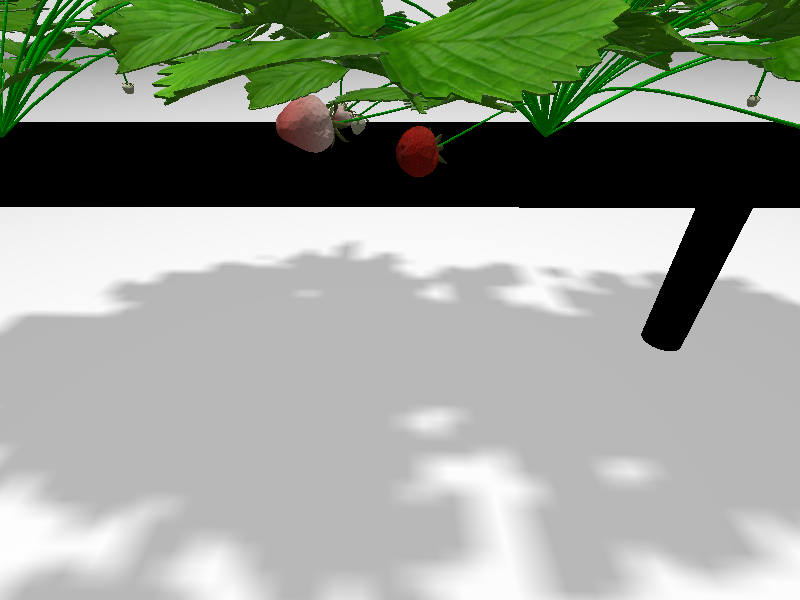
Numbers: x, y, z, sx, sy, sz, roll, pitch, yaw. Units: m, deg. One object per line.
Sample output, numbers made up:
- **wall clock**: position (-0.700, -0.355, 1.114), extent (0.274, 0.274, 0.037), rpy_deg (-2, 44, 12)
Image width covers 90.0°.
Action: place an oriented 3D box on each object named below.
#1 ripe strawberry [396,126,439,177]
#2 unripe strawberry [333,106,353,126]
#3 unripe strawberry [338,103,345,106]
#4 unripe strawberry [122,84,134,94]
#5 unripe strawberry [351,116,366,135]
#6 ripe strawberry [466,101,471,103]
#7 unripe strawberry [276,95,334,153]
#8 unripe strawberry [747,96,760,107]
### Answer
- **ripe strawberry**: position (0.009, -0.086, 0.233), extent (0.027, 0.028, 0.024), rpy_deg (-29, 44, -35)
- **unripe strawberry**: position (-0.052, -0.162, 0.357), extent (0.019, 0.019, 0.018), rpy_deg (-37, 18, 31)
- **unripe strawberry**: position (-0.060, -0.199, 0.416), extent (0.010, 0.011, 0.011), rpy_deg (18, 38, 25)
- **unripe strawberry**: position (-0.346, -0.269, 0.511), extent (0.013, 0.012, 0.012), rpy_deg (-2, 34, -4)
- **unripe strawberry**: position (-0.036, -0.148, 0.338), extent (0.013, 0.015, 0.015), rpy_deg (16, 34, -5)
- **ripe strawberry**: position (0.086, -0.253, 0.473), extent (0.032, 0.036, 0.034), rpy_deg (-6, 34, -9)
- **unripe strawberry**: position (-0.066, -0.121, 0.276), extent (0.038, 0.037, 0.042), rpy_deg (-10, 35, -13)
- **unripe strawberry**: position (0.362, -0.203, 0.410), extent (0.010, 0.010, 0.011), rpy_deg (-14, 36, -19)
